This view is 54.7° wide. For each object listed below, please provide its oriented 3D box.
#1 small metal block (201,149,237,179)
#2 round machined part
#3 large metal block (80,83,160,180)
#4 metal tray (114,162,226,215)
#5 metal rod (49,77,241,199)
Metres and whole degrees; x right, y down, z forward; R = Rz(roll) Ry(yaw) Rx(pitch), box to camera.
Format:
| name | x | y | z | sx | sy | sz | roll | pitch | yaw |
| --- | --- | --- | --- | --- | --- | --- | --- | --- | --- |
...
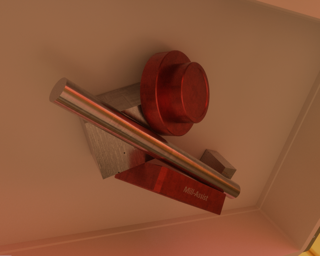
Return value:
| name | x | y | z | sx | sy | sz | roll | pitch | yaw |
| --- | --- | --- | --- | --- | --- | --- | --- | --- | --- |
| small metal block | 0.083 | 0.069 | 0.481 | 0.025 | 0.050 | 0.050 | 16 | 110 | -35 |
| round machined part | 0.023 | -0.039 | 0.352 | 0.099 | 0.042 | 0.097 | -2 | 93 | -57 |
| large metal block | -0.046 | 0.002 | 0.368 | 0.081 | 0.050 | 0.079 | -21 | 127 | -17 |
| metal tray | 0.016 | 0.079 | 0.419 | 0.131 | 0.090 | 0.030 | 29 | 75 | -39 |
| metal rod | 0.009 | 0.030 | 0.365 | 0.301 | 0.025 | 0.025 | 33 | 100 | -39 |
